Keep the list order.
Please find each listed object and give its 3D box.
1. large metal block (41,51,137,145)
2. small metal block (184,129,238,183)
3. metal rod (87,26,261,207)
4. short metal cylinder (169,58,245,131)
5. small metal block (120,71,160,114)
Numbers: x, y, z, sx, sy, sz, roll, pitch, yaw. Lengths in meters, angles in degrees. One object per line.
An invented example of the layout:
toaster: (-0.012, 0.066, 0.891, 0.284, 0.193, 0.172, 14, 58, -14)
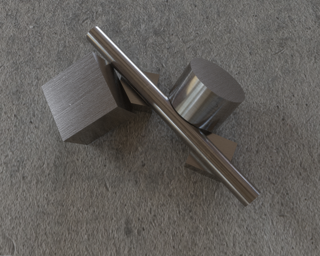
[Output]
large metal block: (-0.089, -0.035, 0.390, 0.080, 0.050, 0.080, -31, 72, 13)
small metal block: (0.065, 0.035, 0.398, 0.050, 0.025, 0.050, 23, 71, 8)
metal rod: (0.007, -0.024, 0.392, 0.025, 0.025, 0.300, -39, 75, -13)
short metal cylinder: (0.059, -0.043, 0.391, 0.080, 0.050, 0.080, 23, 37, -19)
small metal block: (-0.030, -0.051, 0.428, 0.050, 0.025, 0.050, 12, 70, 4)
